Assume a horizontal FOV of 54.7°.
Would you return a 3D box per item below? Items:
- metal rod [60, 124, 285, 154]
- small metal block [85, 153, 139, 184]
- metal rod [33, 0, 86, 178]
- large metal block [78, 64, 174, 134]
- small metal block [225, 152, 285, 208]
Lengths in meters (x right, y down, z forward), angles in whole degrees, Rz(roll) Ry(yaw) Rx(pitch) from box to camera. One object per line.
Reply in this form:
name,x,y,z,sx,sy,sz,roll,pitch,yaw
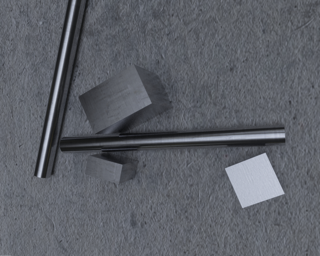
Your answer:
metal rod,0.002,0.017,0.407,0.301,0.025,0.025,-3,89,19
small metal block,-0.064,0.053,0.417,0.050,0.050,0.025,12,94,19
metal rod,-0.146,-0.073,0.458,0.025,0.025,0.298,14,95,19
large metal block,-0.040,-0.032,0.393,0.080,0.080,0.050,-27,81,18
small metal block,0.113,0.061,0.369,0.050,0.025,0.050,-25,82,18
